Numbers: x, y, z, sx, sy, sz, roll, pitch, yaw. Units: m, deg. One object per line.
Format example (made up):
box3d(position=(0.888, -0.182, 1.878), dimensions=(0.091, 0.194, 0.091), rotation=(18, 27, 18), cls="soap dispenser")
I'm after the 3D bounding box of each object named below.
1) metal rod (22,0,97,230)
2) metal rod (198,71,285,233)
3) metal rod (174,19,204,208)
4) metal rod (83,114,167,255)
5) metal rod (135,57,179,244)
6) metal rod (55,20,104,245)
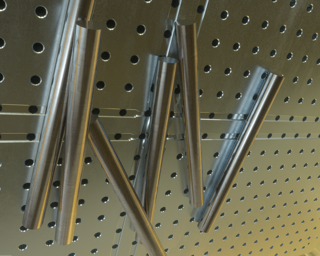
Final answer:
box3d(position=(-0.115, -0.010, 0.342), dimensions=(0.025, 0.025, 0.298), rotation=(6, 115, -31), cls="metal rod")
box3d(position=(0.126, 0.052, 0.510), dimensions=(0.025, 0.025, 0.298), rotation=(5, 116, -31), cls="metal rod")
box3d(position=(0.045, 0.002, 0.436), dimensions=(0.025, 0.025, 0.298), rotation=(-20, 126, -17), cls="metal rod")
box3d(position=(-0.038, 0.111, 0.435), dimensions=(0.025, 0.025, 0.299), rotation=(-27, 121, -11), cls="metal rod")
box3d(position=(-0.009, 0.050, 0.435), dimensions=(0.025, 0.025, 0.298), rotation=(-6, 121, -25), cls="metal rod")
box3d(position=(-0.099, 0.030, 0.356), dimensions=(0.025, 0.025, 0.298), rotation=(-2, 125, -27), cls="metal rod")
